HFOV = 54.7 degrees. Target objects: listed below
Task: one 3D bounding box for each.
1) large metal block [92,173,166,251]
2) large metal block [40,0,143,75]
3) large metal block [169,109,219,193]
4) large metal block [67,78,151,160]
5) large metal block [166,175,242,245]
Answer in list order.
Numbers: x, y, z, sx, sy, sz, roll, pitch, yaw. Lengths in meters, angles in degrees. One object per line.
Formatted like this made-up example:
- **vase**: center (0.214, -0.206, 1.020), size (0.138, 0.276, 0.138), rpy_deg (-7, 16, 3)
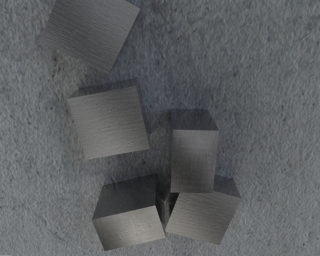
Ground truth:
- **large metal block**: center (-0.038, 0.111, 0.421), size (0.080, 0.080, 0.050), rpy_deg (-14, 110, 5)
- **large metal block**: center (-0.075, -0.118, 0.352), size (0.080, 0.050, 0.080), rpy_deg (27, 108, -10)
- **large metal block**: center (0.038, 0.026, 0.391), size (0.050, 0.080, 0.079), rpy_deg (1, 110, -1)
- **large metal block**: center (-0.060, -0.013, 0.391), size (0.080, 0.050, 0.079), rpy_deg (-10, 110, 3)
- **large metal block**: center (0.056, 0.108, 0.437), size (0.080, 0.050, 0.079), rpy_deg (16, 109, -7)
